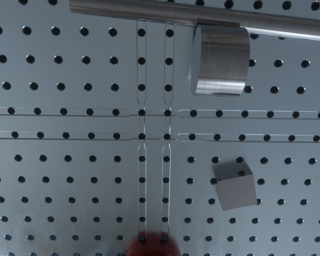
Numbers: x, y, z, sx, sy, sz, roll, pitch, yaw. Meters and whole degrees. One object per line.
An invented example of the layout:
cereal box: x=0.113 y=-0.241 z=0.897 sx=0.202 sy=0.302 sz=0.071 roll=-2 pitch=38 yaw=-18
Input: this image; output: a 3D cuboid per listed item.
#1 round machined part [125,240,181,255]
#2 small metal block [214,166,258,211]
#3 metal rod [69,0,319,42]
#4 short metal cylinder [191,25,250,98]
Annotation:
round machined part: x=-0.012 y=0.230 z=0.489 sx=0.099 sy=0.042 sz=0.097 roll=0 pitch=110 yaw=-1
small metal block: x=0.109 y=0.087 z=0.447 sx=0.050 sy=0.025 sz=0.050 roll=-12 pitch=110 yaw=4
metal rod: x=0.048 y=-0.131 z=0.365 sx=0.302 sy=0.025 sz=0.025 roll=6 pitch=110 yaw=-3
short metal cylinder: x=0.066 y=-0.076 z=0.357 sx=0.050 sy=0.080 sz=0.079 roll=3 pitch=110 yaw=-2
